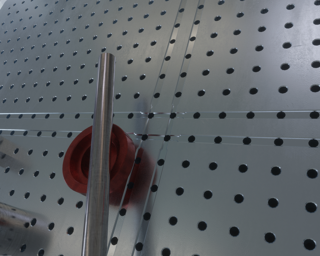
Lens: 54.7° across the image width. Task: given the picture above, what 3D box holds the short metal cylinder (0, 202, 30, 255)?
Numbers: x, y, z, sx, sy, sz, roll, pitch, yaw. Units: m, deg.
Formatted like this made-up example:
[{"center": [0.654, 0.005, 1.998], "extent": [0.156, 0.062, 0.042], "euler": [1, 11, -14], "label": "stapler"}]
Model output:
[{"center": [-0.230, 0.143, 0.425], "extent": [0.080, 0.050, 0.080], "euler": [-13, 56, 21], "label": "short metal cylinder"}]

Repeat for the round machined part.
[{"center": [-0.075, 0.045, 0.410], "extent": [0.098, 0.042, 0.098], "euler": [-13, 56, 21], "label": "round machined part"}]

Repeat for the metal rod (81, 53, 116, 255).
[{"center": [-0.071, 0.024, 0.376], "extent": [0.025, 0.025, 0.299], "euler": [-16, 55, 19], "label": "metal rod"}]

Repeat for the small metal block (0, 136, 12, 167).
[{"center": [-0.285, 0.031, 0.523], "extent": [0.025, 0.050, 0.050], "euler": [-41, 51, 1], "label": "small metal block"}]
